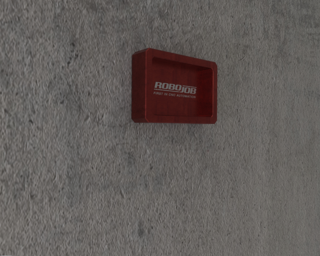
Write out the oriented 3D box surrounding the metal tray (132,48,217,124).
[{"bbox_3d":[0.024,-0.051,0.419,0.131,0.030,0.090,1,90,-40],"label":"metal tray"}]
